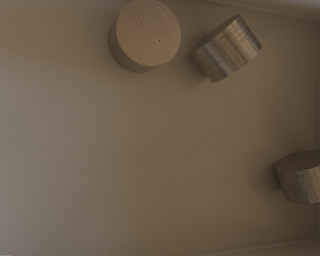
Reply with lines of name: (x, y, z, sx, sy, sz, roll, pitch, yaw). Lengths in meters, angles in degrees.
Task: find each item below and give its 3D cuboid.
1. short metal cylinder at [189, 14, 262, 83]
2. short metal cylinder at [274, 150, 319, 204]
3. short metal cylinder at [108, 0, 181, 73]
short metal cylinder: (0.086, -0.105, 0.412, 0.080, 0.080, 0.050, -44, 104, -15)
short metal cylinder: (0.219, 0.071, 0.462, 0.081, 0.080, 0.050, -22, 98, -19)
short metal cylinder: (-0.021, -0.113, 0.389, 0.081, 0.050, 0.080, 0, 90, -20)
